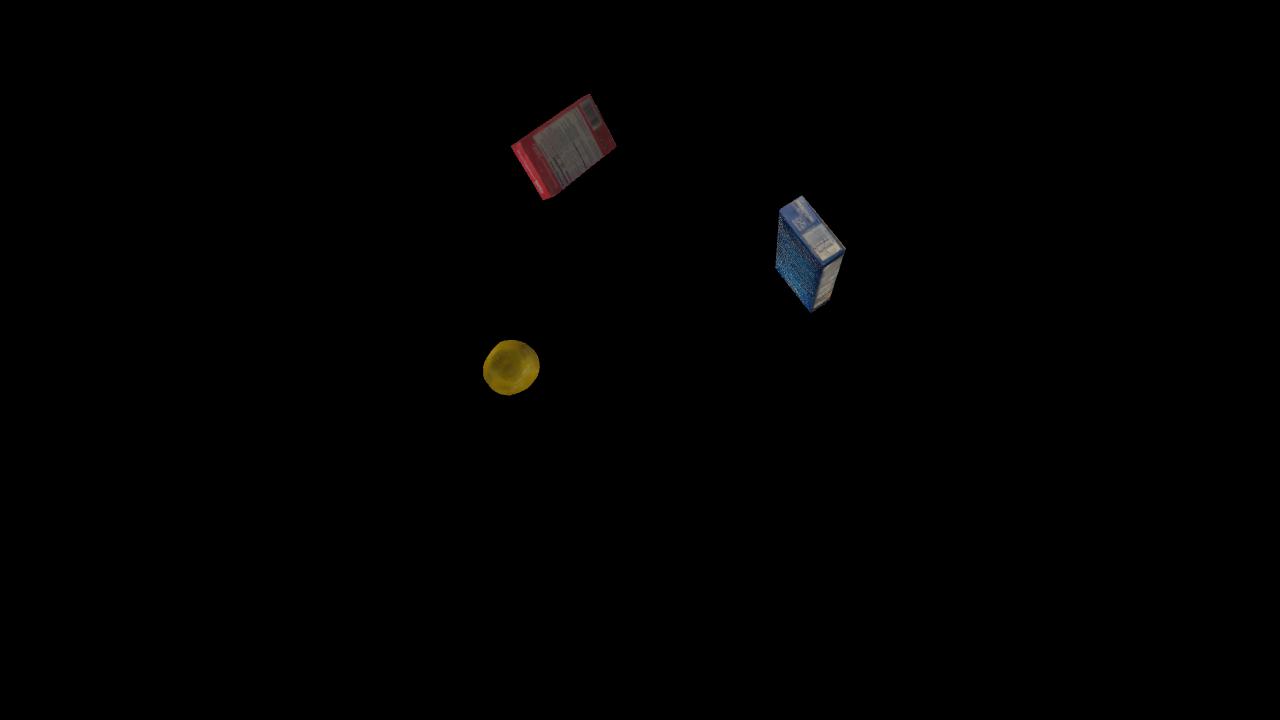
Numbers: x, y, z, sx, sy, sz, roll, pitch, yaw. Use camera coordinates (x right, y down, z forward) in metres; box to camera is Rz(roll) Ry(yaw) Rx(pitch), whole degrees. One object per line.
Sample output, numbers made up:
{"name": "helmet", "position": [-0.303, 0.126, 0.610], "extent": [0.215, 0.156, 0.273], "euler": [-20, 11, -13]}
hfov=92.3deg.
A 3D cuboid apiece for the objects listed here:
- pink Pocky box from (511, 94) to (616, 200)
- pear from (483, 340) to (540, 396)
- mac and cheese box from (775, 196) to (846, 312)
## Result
{"name": "pink Pocky box", "position": [-0.104, -0.300, 0.865], "extent": [0.029, 0.084, 0.155], "euler": [0, 40, 46]}
{"name": "pear", "position": [-0.182, 0.011, 0.893], "extent": [0.080, 0.080, 0.111], "euler": [0, 1, -1]}
{"name": "mac and cheese box", "position": [0.225, -0.136, 0.832], "extent": [0.041, 0.093, 0.184], "euler": [-35, -17, 1]}
